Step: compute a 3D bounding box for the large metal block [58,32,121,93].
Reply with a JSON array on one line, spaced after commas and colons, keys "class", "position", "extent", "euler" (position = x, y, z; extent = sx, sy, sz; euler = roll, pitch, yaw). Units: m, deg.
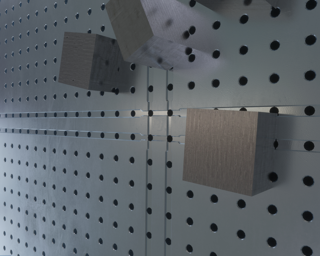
[{"class": "large metal block", "position": [-0.110, -0.103, 0.486], "extent": [0.080, 0.050, 0.080], "euler": [17, 101, 39]}]

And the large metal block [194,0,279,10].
[{"class": "large metal block", "position": [0.083, -0.172, 0.325], "extent": [0.080, 0.050, 0.080], "euler": [17, 101, 39]}]

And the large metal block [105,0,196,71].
[{"class": "large metal block", "position": [-0.011, -0.124, 0.384], "extent": [0.050, 0.081, 0.080], "euler": [-32, 70, 36]}]

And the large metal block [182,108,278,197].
[{"class": "large metal block", "position": [0.074, 0.021, 0.333], "extent": [0.080, 0.050, 0.080], "euler": [6, 94, 40]}]
